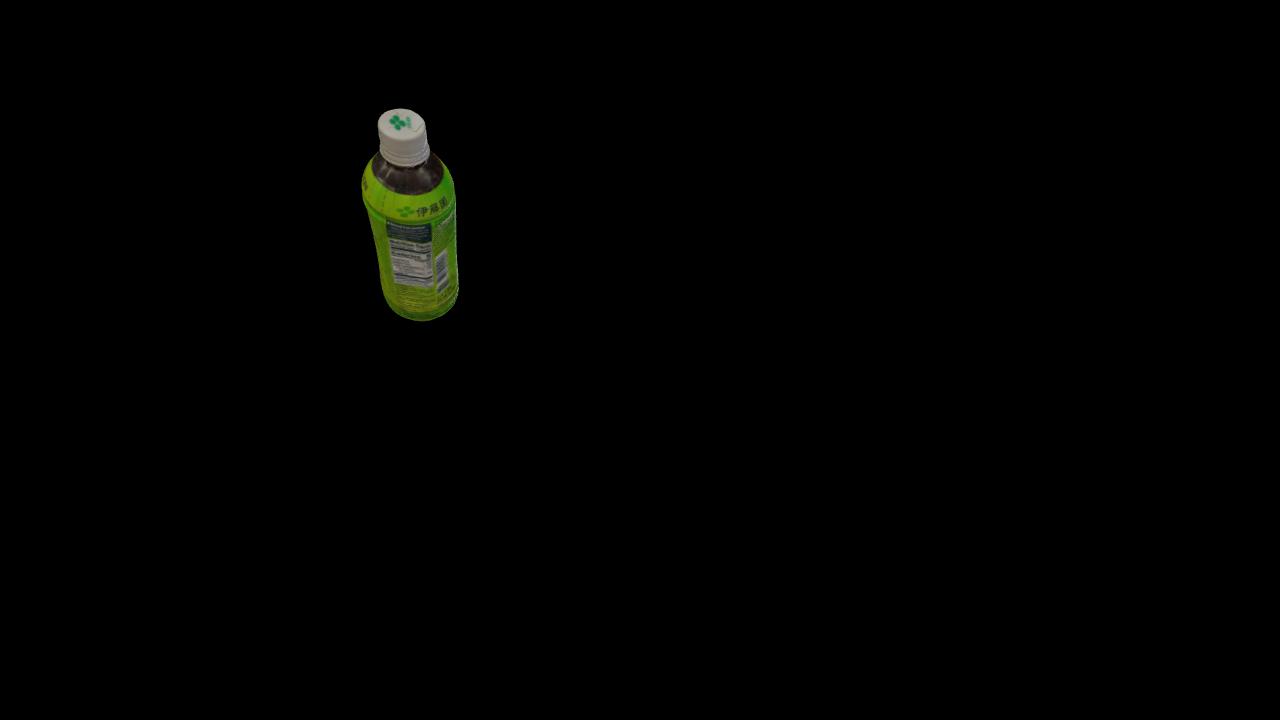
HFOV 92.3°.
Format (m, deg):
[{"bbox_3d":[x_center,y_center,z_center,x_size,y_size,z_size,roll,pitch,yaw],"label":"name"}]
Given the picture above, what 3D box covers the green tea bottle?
[{"bbox_3d":[-0.184,-0.111,0.503,0.073,0.073,0.212,0,-26,-18],"label":"green tea bottle"}]
